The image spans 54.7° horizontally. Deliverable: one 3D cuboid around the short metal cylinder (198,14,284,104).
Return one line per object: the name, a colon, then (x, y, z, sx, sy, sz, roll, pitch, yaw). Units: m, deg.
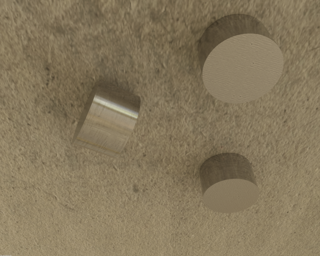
short metal cylinder: (0.083, -0.073, 0.330, 0.081, 0.050, 0.079, 0, 130, 0)

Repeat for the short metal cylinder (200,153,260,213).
short metal cylinder: (0.102, 0.083, 0.463, 0.081, 0.050, 0.079, 0, 130, 0)

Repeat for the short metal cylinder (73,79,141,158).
short metal cylinder: (-0.063, -0.011, 0.361, 0.050, 0.080, 0.080, 22, 126, -18)
